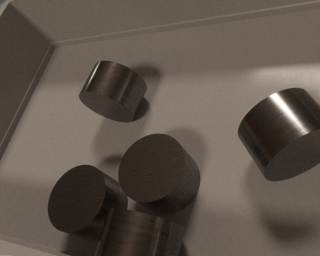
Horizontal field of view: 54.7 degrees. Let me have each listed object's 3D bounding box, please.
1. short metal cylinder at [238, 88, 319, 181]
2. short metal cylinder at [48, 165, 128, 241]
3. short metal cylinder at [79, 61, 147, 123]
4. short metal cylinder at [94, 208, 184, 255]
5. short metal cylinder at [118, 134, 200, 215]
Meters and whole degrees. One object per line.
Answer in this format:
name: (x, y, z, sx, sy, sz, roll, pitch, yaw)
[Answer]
short metal cylinder: (0.124, 0.008, 0.300, 0.080, 0.080, 0.050, -31, 52, 8)
short metal cylinder: (-0.087, 0.091, 0.378, 0.080, 0.050, 0.080, -13, 56, 20)
short metal cylinder: (-0.065, -0.049, 0.433, 0.080, 0.080, 0.050, 9, 66, 31)
short metal cylinder: (-0.020, 0.116, 0.309, 0.080, 0.080, 0.050, 1, 62, 28)
short metal cylinder: (0.000, 0.053, 0.356, 0.080, 0.050, 0.080, -13, 56, 20)
